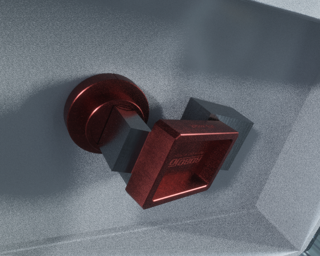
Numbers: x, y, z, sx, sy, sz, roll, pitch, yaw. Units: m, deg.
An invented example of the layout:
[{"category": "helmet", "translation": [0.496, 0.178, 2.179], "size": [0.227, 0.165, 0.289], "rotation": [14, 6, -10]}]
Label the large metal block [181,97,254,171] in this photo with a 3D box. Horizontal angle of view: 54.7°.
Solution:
[{"category": "large metal block", "translation": [0.071, 0.010, 0.436], "size": [0.081, 0.050, 0.079], "rotation": [10, 113, -33]}]

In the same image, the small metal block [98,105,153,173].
[{"category": "small metal block", "translation": [-0.038, 0.012, 0.323], "size": [0.025, 0.050, 0.050], "rotation": [13, 112, -34]}]

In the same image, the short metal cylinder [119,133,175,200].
[{"category": "short metal cylinder", "translation": [-0.011, 0.049, 0.401], "size": [0.081, 0.050, 0.080], "rotation": [-26, 145, -20]}]

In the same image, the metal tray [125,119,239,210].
[{"category": "metal tray", "translation": [0.030, 0.037, 0.353], "size": [0.131, 0.030, 0.089], "rotation": [0, 121, -51]}]

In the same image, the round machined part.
[{"category": "round machined part", "translation": [-0.057, -0.010, 0.359], "size": [0.099, 0.042, 0.097], "rotation": [-14, 125, -21]}]
